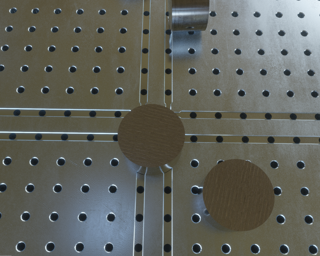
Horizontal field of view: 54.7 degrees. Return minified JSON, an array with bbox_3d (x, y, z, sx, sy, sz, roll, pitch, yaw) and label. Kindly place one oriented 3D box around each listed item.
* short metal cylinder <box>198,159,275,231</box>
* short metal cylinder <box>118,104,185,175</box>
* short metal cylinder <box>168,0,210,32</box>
[{"bbox_3d":[0.088,0.082,0.370,0.081,0.050,0.080,0,70,-1],"label":"short metal cylinder"},{"bbox_3d":[-0.010,0.016,0.392,0.081,0.050,0.080,0,70,-1],"label":"short metal cylinder"},{"bbox_3d":[0.039,-0.182,0.449,0.050,0.080,0.080,-3,70,-2],"label":"short metal cylinder"}]
